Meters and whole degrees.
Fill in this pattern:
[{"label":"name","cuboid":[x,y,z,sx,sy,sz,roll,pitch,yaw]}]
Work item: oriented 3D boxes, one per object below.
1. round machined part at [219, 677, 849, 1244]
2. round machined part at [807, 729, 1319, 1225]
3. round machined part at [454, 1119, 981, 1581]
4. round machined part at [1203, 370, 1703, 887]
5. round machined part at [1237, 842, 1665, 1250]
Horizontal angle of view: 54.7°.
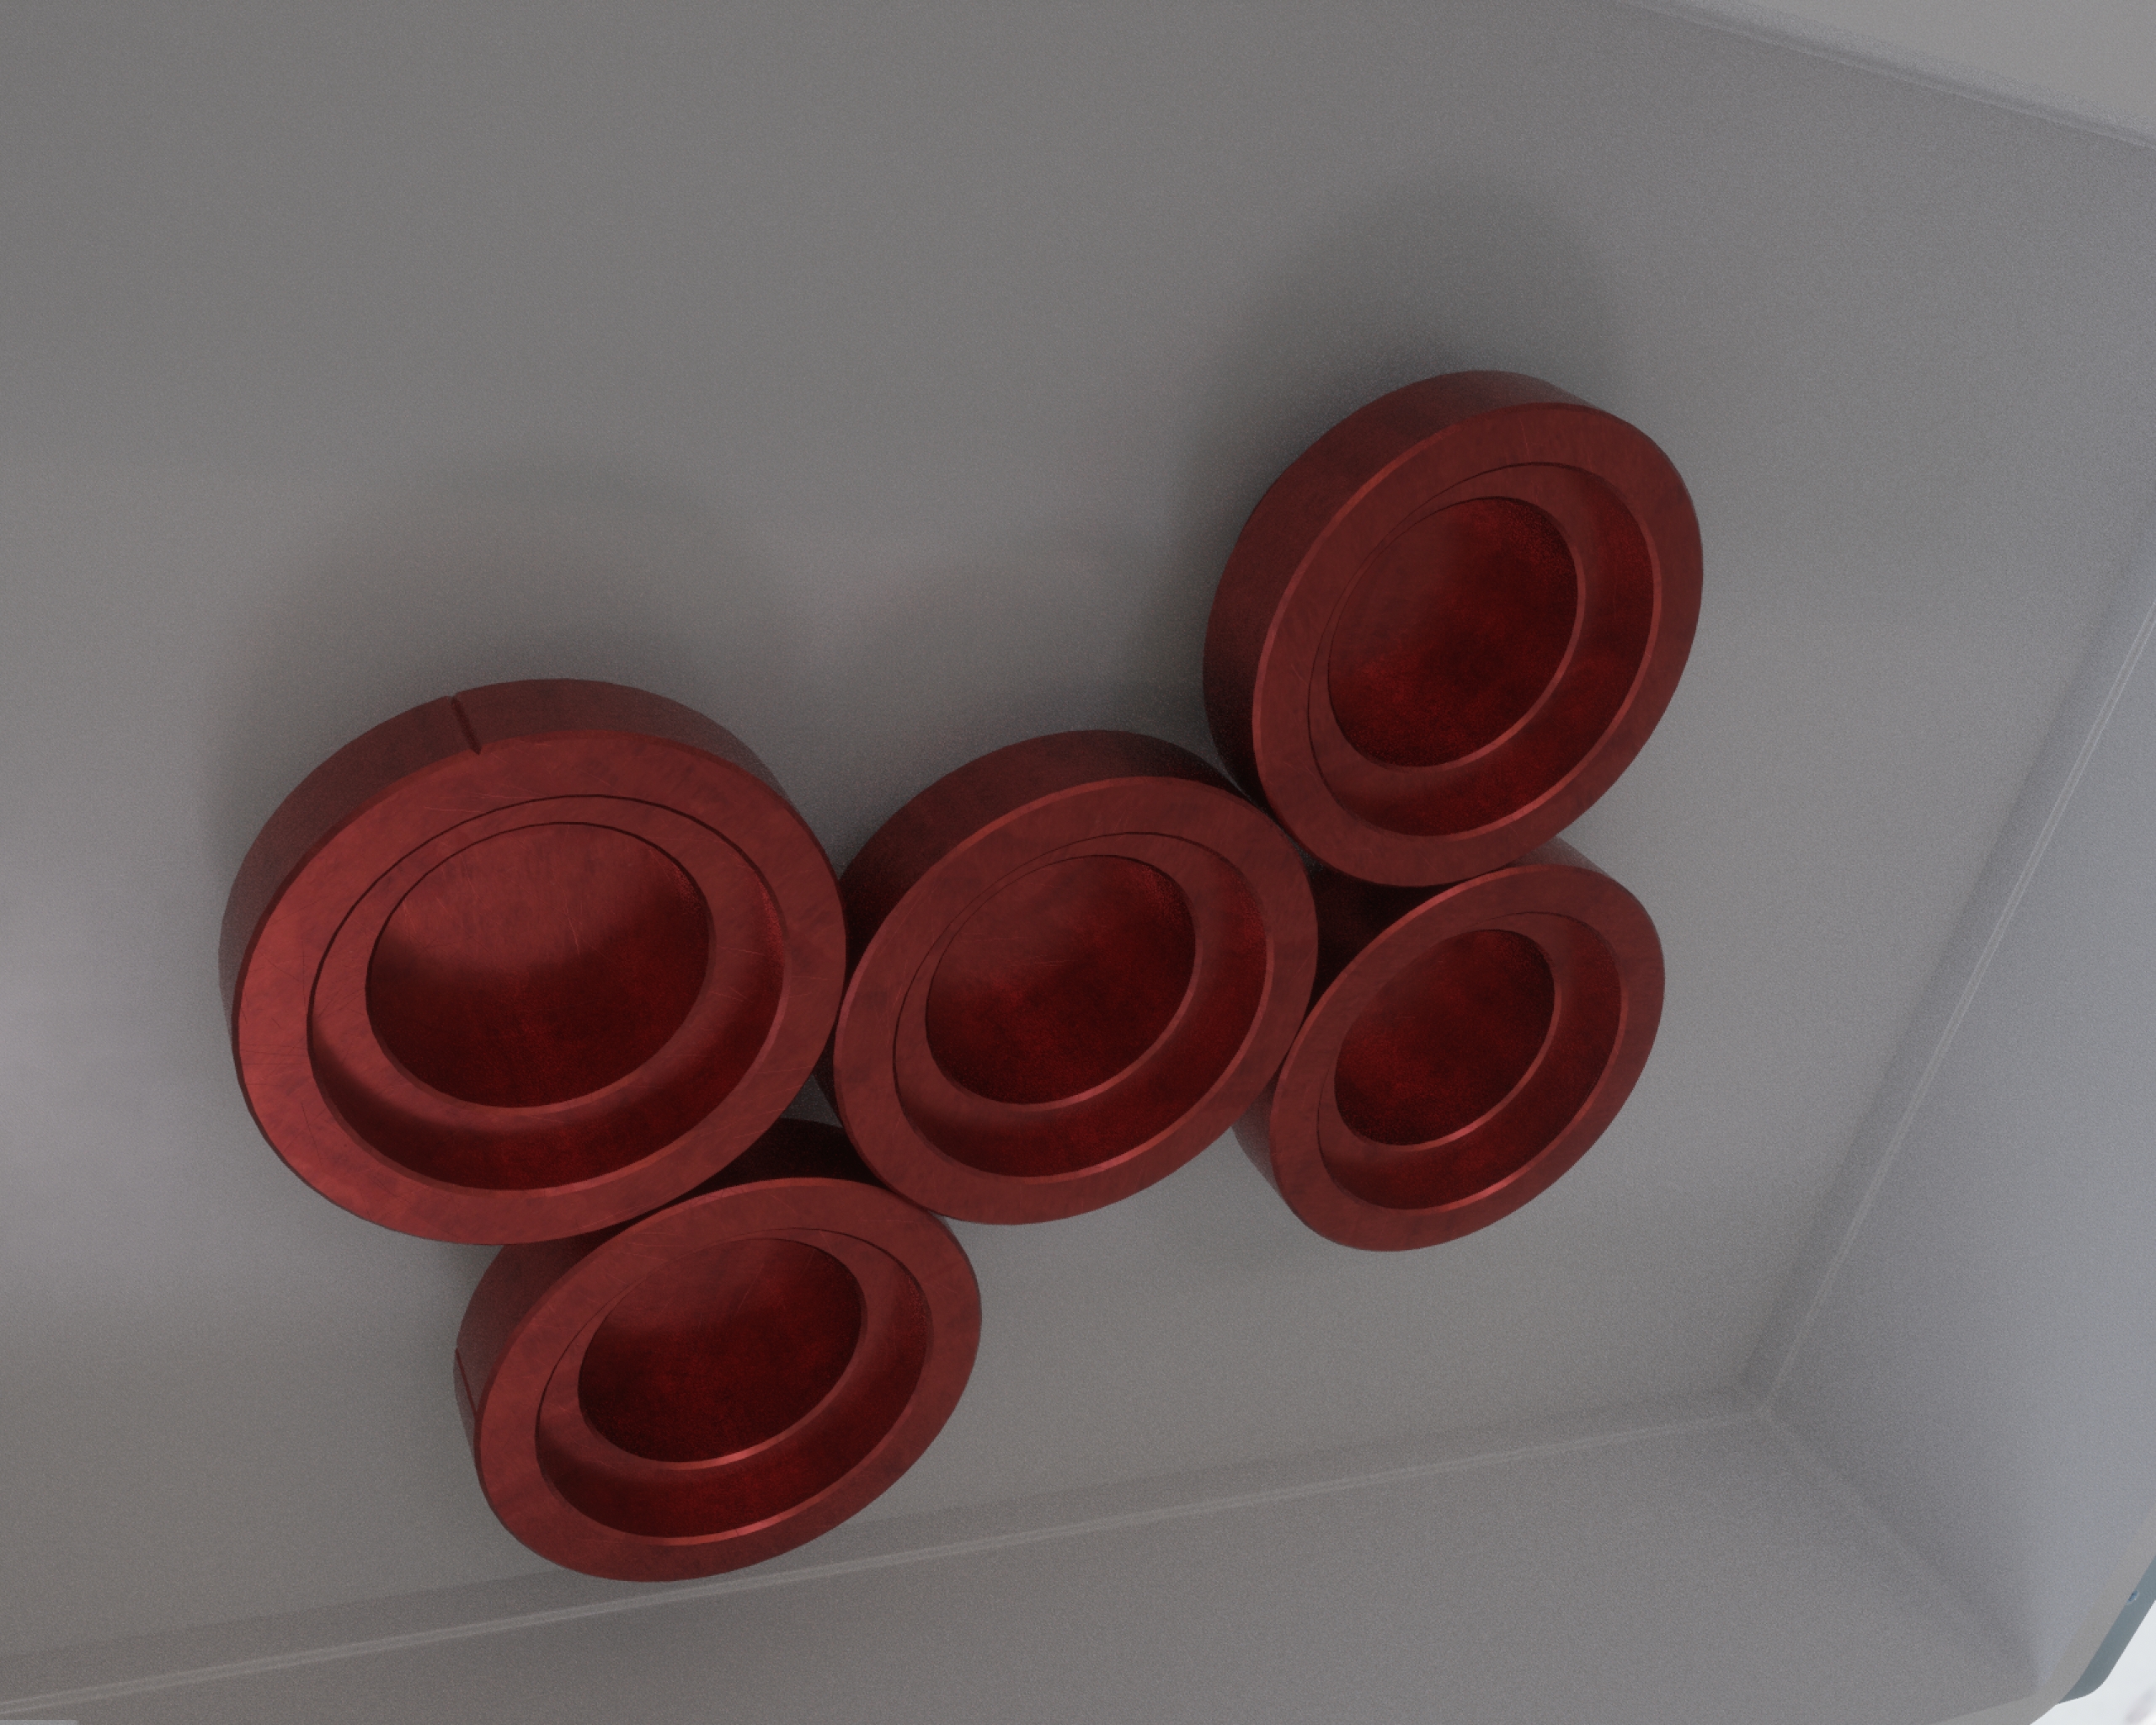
[{"label":"round machined part","cuboid":[-0.092,0.013,0.352,0.099,0.042,0.097,-14,124,-21]},{"label":"round machined part","cuboid":[-0.007,0.018,0.401,0.099,0.042,0.097,-14,124,-21]},{"label":"round machined part","cuboid":[-0.072,0.090,0.410,0.099,0.042,0.097,-14,124,-21]},{"label":"round machined part","cuboid":[0.067,-0.047,0.402,0.099,0.042,0.097,-14,124,-21]},{"label":"round machined part","cuboid":[0.075,0.033,0.456,0.099,0.042,0.097,-14,124,-21]}]
